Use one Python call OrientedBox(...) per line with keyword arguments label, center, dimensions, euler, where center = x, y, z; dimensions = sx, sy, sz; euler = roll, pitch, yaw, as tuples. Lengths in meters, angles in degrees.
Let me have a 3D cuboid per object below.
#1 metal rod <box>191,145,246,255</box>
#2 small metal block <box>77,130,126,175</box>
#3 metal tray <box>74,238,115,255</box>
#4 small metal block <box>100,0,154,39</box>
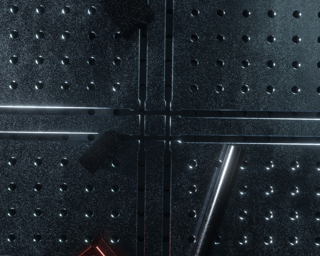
OrientedBox(label="metal rod", center=(0.056, 0.168, 0.414), dimensions=(0.025, 0.025, 0.298), euler=(18, 90, -1))
OrientedBox(label="small metal block", center=(-0.074, 0.030, 0.400), dimensions=(0.025, 0.050, 0.050), euler=(44, 90, 0))
OrientedBox(label="metal tray", center=(-0.106, 0.223, 0.409), dimensions=(0.130, 0.030, 0.090), euler=(-39, 91, -1))
OrientedBox(label="small metal block", center=(-0.043, -0.156, 0.413), dimensions=(0.050, 0.025, 0.050), euler=(-34, 90, 0))
